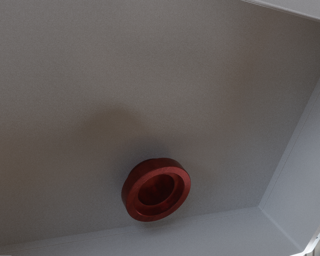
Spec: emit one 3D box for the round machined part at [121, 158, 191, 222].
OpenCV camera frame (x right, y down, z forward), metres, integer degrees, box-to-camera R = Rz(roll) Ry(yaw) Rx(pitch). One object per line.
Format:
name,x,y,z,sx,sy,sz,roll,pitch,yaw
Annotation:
round machined part,-0.009,0.083,0.443,0.099,0.042,0.097,-14,124,-21
